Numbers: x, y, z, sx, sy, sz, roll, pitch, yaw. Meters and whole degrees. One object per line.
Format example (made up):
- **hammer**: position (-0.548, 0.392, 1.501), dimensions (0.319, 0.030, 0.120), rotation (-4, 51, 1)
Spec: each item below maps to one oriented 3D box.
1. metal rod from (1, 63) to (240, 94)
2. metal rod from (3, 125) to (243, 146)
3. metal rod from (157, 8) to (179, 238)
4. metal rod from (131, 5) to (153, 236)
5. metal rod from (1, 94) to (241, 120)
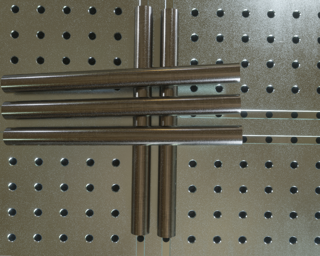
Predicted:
- **metal rod**: position (-0.054, -0.062, 0.392), dimensions (0.302, 0.025, 0.025), rotation (-1, 90, 7)
- **metal rod**: position (-0.052, 0.010, 0.392), dimensions (0.302, 0.025, 0.025), rotation (0, 90, 8)
- **metal rod**: position (0.011, -0.006, 0.414), dimensions (0.025, 0.025, 0.298), rotation (1, 90, -1)
- **metal rod**: position (-0.024, -0.010, 0.413), dimensions (0.025, 0.025, 0.298), rotation (1, 90, -1)
- **metal rod**: position (-0.054, -0.026, 0.392), dimensions (0.302, 0.025, 0.025), rotation (-1, 90, 7)
